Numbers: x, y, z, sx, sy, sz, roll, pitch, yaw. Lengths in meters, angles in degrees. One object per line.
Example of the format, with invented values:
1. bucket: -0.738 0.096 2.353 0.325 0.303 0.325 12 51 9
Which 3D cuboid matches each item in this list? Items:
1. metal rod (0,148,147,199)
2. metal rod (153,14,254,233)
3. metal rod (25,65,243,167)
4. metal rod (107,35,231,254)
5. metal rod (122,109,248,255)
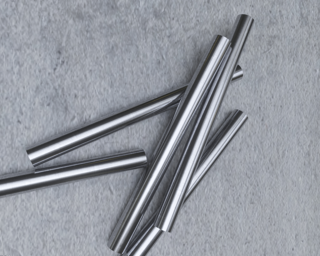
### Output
1. metal rod: -0.161 0.063 0.349 0.303 0.025 0.025 -10 94 -20
2. metal rod: 0.060 -0.012 0.405 0.025 0.025 0.299 25 82 -19
3. metal rod: -0.018 -0.024 0.403 0.302 0.025 0.025 -24 98 -19
4. metal rod: 0.013 0.018 0.396 0.025 0.025 0.299 28 88 -18
5. metal rod: 0.026 0.093 0.419 0.025 0.025 0.300 43 76 -15
